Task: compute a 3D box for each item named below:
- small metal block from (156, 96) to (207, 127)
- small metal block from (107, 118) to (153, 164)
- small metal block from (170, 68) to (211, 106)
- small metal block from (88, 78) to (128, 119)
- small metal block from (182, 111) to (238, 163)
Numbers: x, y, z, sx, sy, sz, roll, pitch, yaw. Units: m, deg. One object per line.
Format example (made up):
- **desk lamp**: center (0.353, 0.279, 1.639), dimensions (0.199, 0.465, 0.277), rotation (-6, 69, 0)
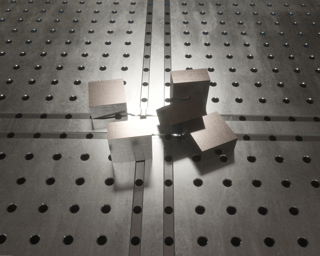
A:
- **small metal block**: center (0.027, -0.021, 0.406), dimensions (0.050, 0.050, 0.025), rotation (-16, 91, -13)
- **small metal block**: center (-0.036, 0.017, 0.377), dimensions (0.050, 0.050, 0.025), rotation (-6, 51, -6)
- **small metal block**: center (0.041, -0.055, 0.438), dimensions (0.050, 0.050, 0.025), rotation (-6, 51, -5)
- **small metal block**: center (-0.075, -0.043, 0.442), dimensions (0.050, 0.025, 0.050), rotation (-7, 50, -7)
- **small metal block**: center (0.063, 0.011, 0.400), dimensions (0.050, 0.025, 0.050), rotation (-19, 53, -16)
